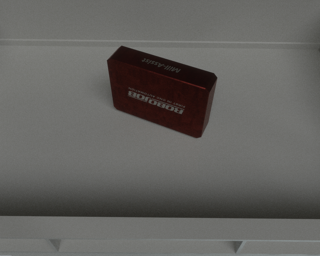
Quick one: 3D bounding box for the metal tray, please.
[{"bbox_3d":[0.001,-0.045,0.396,0.130,0.089,0.030,20,53,15],"label":"metal tray"}]
